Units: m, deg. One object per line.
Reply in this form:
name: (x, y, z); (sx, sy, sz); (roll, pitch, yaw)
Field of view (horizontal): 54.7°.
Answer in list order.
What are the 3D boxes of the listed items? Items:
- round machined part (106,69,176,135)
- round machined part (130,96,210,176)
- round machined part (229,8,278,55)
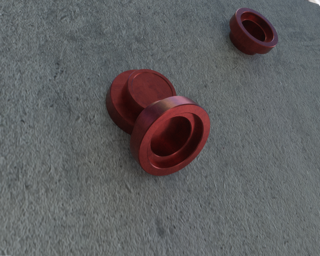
round machined part: (-0.017, -0.038, 0.407); (0.099, 0.042, 0.098); (14, 56, -21)
round machined part: (0.008, 0.005, 0.368); (0.099, 0.097, 0.042); (-9, 36, -32)
round machined part: (0.174, -0.180, 0.596); (0.099, 0.042, 0.098); (14, 56, -21)
